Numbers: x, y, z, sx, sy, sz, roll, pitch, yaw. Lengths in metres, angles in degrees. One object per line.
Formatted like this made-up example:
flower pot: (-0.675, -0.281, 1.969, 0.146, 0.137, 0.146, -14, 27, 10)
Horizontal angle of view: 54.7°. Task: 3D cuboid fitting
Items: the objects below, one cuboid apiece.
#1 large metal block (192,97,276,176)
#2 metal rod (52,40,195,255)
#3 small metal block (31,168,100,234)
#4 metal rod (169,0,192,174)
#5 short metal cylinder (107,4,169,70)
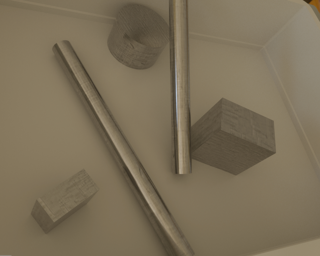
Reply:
large metal block: (0.093, 0.015, 0.414, 0.080, 0.080, 0.050, 22, 54, -16)
metal rod: (-0.050, 0.018, 0.368, 0.025, 0.025, 0.299, -22, 74, -36)
small metal block: (-0.092, 0.071, 0.298, 0.050, 0.050, 0.025, -34, 82, -38)
metal rod: (0.025, -0.092, 0.397, 0.025, 0.025, 0.298, 0, 87, -29)
short metal cylinder: (-0.031, -0.133, 0.456, 0.081, 0.050, 0.080, 14, 56, -21)
